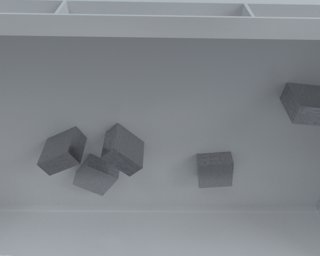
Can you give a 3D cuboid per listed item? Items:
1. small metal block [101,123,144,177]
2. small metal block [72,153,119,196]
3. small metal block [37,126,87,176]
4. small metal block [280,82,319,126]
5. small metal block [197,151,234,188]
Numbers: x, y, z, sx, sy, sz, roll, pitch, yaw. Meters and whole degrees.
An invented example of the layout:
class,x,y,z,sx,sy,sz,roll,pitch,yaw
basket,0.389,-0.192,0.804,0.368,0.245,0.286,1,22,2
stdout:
class,x,y,z,sx,sy,sz,roll,pitch,yaw
small metal block,-0.049,0.029,0.417,0.025,0.050,0.050,-36,122,26
small metal block,-0.096,0.072,0.469,0.050,0.025,0.050,27,125,-22
small metal block,-0.131,0.031,0.417,0.050,0.050,0.025,-22,127,17
small metal block,0.179,-0.028,0.370,0.050,0.050,0.025,5,130,-5
small metal block,0.082,0.063,0.463,0.050,0.025,0.050,-4,130,3
